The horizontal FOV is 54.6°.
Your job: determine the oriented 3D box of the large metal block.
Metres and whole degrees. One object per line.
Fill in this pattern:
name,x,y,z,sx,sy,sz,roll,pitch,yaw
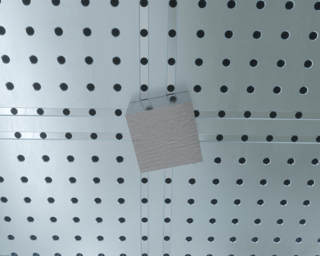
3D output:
large metal block,0.006,0.004,0.401,0.080,0.050,0.080,-11,110,4
